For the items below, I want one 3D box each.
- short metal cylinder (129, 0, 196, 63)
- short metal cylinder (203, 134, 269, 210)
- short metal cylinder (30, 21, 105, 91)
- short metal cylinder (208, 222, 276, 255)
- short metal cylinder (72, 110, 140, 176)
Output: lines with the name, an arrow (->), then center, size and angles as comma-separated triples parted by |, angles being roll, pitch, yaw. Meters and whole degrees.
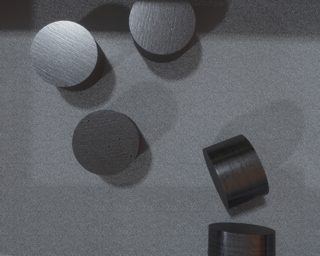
short metal cylinder -> 0.003, -0.129, 0.399 | 0.081, 0.050, 0.079 | 0, 90, -1
short metal cylinder -> 0.092, 0.054, 0.385 | 0.050, 0.080, 0.080 | -21, 90, 0
short metal cylinder -> -0.116, -0.089, 0.397 | 0.081, 0.050, 0.079 | 0, 90, -1
short metal cylinder -> 0.100, 0.149, 0.382 | 0.081, 0.080, 0.050 | 3, 82, -1
short metal cylinder -> -0.066, 0.018, 0.398 | 0.081, 0.050, 0.079 | 0, 90, -1
